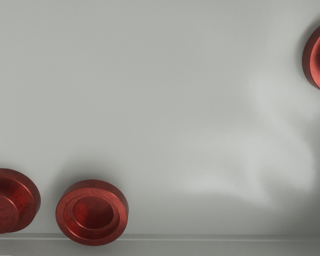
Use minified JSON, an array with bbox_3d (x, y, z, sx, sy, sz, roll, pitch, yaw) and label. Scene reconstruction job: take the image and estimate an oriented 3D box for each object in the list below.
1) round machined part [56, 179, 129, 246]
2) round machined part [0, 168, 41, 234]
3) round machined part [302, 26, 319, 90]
[{"bbox_3d":[-0.094,0.116,0.444,0.099,0.042,0.097,0,110,0],"label":"round machined part"},{"bbox_3d":[-0.227,0.110,0.441,0.099,0.042,0.097,0,110,0],"label":"round machined part"},{"bbox_3d":[0.229,-0.085,0.373,0.099,0.042,0.097,0,110,0],"label":"round machined part"}]
